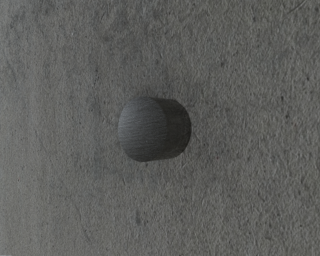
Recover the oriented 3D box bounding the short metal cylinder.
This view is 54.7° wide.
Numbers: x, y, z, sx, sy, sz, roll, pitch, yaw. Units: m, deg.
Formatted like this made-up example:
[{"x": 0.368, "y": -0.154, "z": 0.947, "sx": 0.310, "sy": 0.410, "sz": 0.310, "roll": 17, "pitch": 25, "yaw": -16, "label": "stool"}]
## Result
[{"x": -0.007, "y": 0.001, "z": 0.394, "sx": 0.080, "sy": 0.050, "sz": 0.079, "roll": 0, "pitch": 90, "yaw": 39, "label": "short metal cylinder"}]
